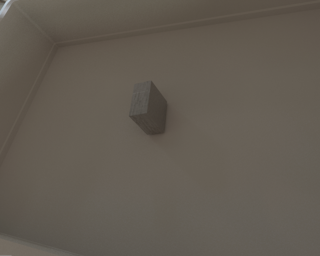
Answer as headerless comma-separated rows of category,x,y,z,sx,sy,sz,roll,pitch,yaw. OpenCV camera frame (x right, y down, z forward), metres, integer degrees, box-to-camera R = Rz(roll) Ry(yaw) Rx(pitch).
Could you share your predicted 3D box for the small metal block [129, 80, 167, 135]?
small metal block,-0.014,-0.026,0.410,0.025,0.050,0.050,-9,57,24
